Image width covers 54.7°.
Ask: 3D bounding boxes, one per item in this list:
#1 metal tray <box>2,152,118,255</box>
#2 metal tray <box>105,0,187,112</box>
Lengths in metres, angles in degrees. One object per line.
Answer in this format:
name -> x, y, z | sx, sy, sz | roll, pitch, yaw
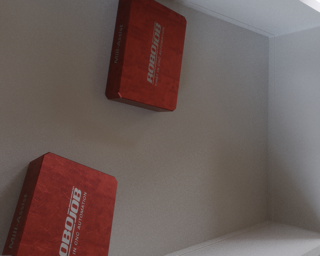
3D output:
metal tray -> -0.092, 0.099, 0.298 | 0.090, 0.030, 0.130 | 30, 50, -36
metal tray -> -0.015, -0.092, 0.393 | 0.091, 0.030, 0.129 | 12, 82, -40
